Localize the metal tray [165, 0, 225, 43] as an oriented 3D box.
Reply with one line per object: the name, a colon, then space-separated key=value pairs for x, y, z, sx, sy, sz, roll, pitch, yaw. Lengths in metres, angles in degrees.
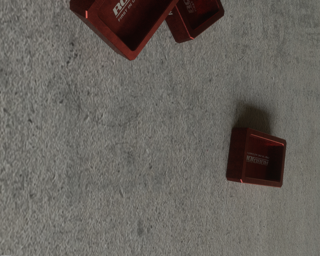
metal tray: x=0.032 y=-0.196 z=0.426 sx=0.090 sy=0.030 sz=0.130 roll=-44 pitch=117 yaw=-31

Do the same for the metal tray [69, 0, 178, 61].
metal tray: x=-0.023 y=-0.149 z=0.330 sx=0.130 sy=0.030 sz=0.090 roll=-53 pitch=148 yaw=0

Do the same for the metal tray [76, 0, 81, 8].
metal tray: x=-0.061 y=-0.200 z=0.327 sx=0.130 sy=0.030 sz=0.090 roll=-45 pitch=118 yaw=-13

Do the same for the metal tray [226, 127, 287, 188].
metal tray: x=0.173 y=0.054 z=0.545 sx=0.131 sy=0.030 sz=0.090 roll=14 pitch=81 yaw=-39
